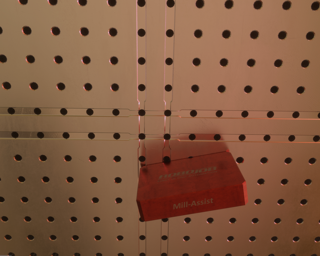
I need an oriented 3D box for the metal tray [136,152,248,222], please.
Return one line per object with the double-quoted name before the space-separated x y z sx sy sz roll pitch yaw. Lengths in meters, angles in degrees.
"metal tray" 0.038 0.073 0.406 0.131 0.090 0.030 -10 110 3
